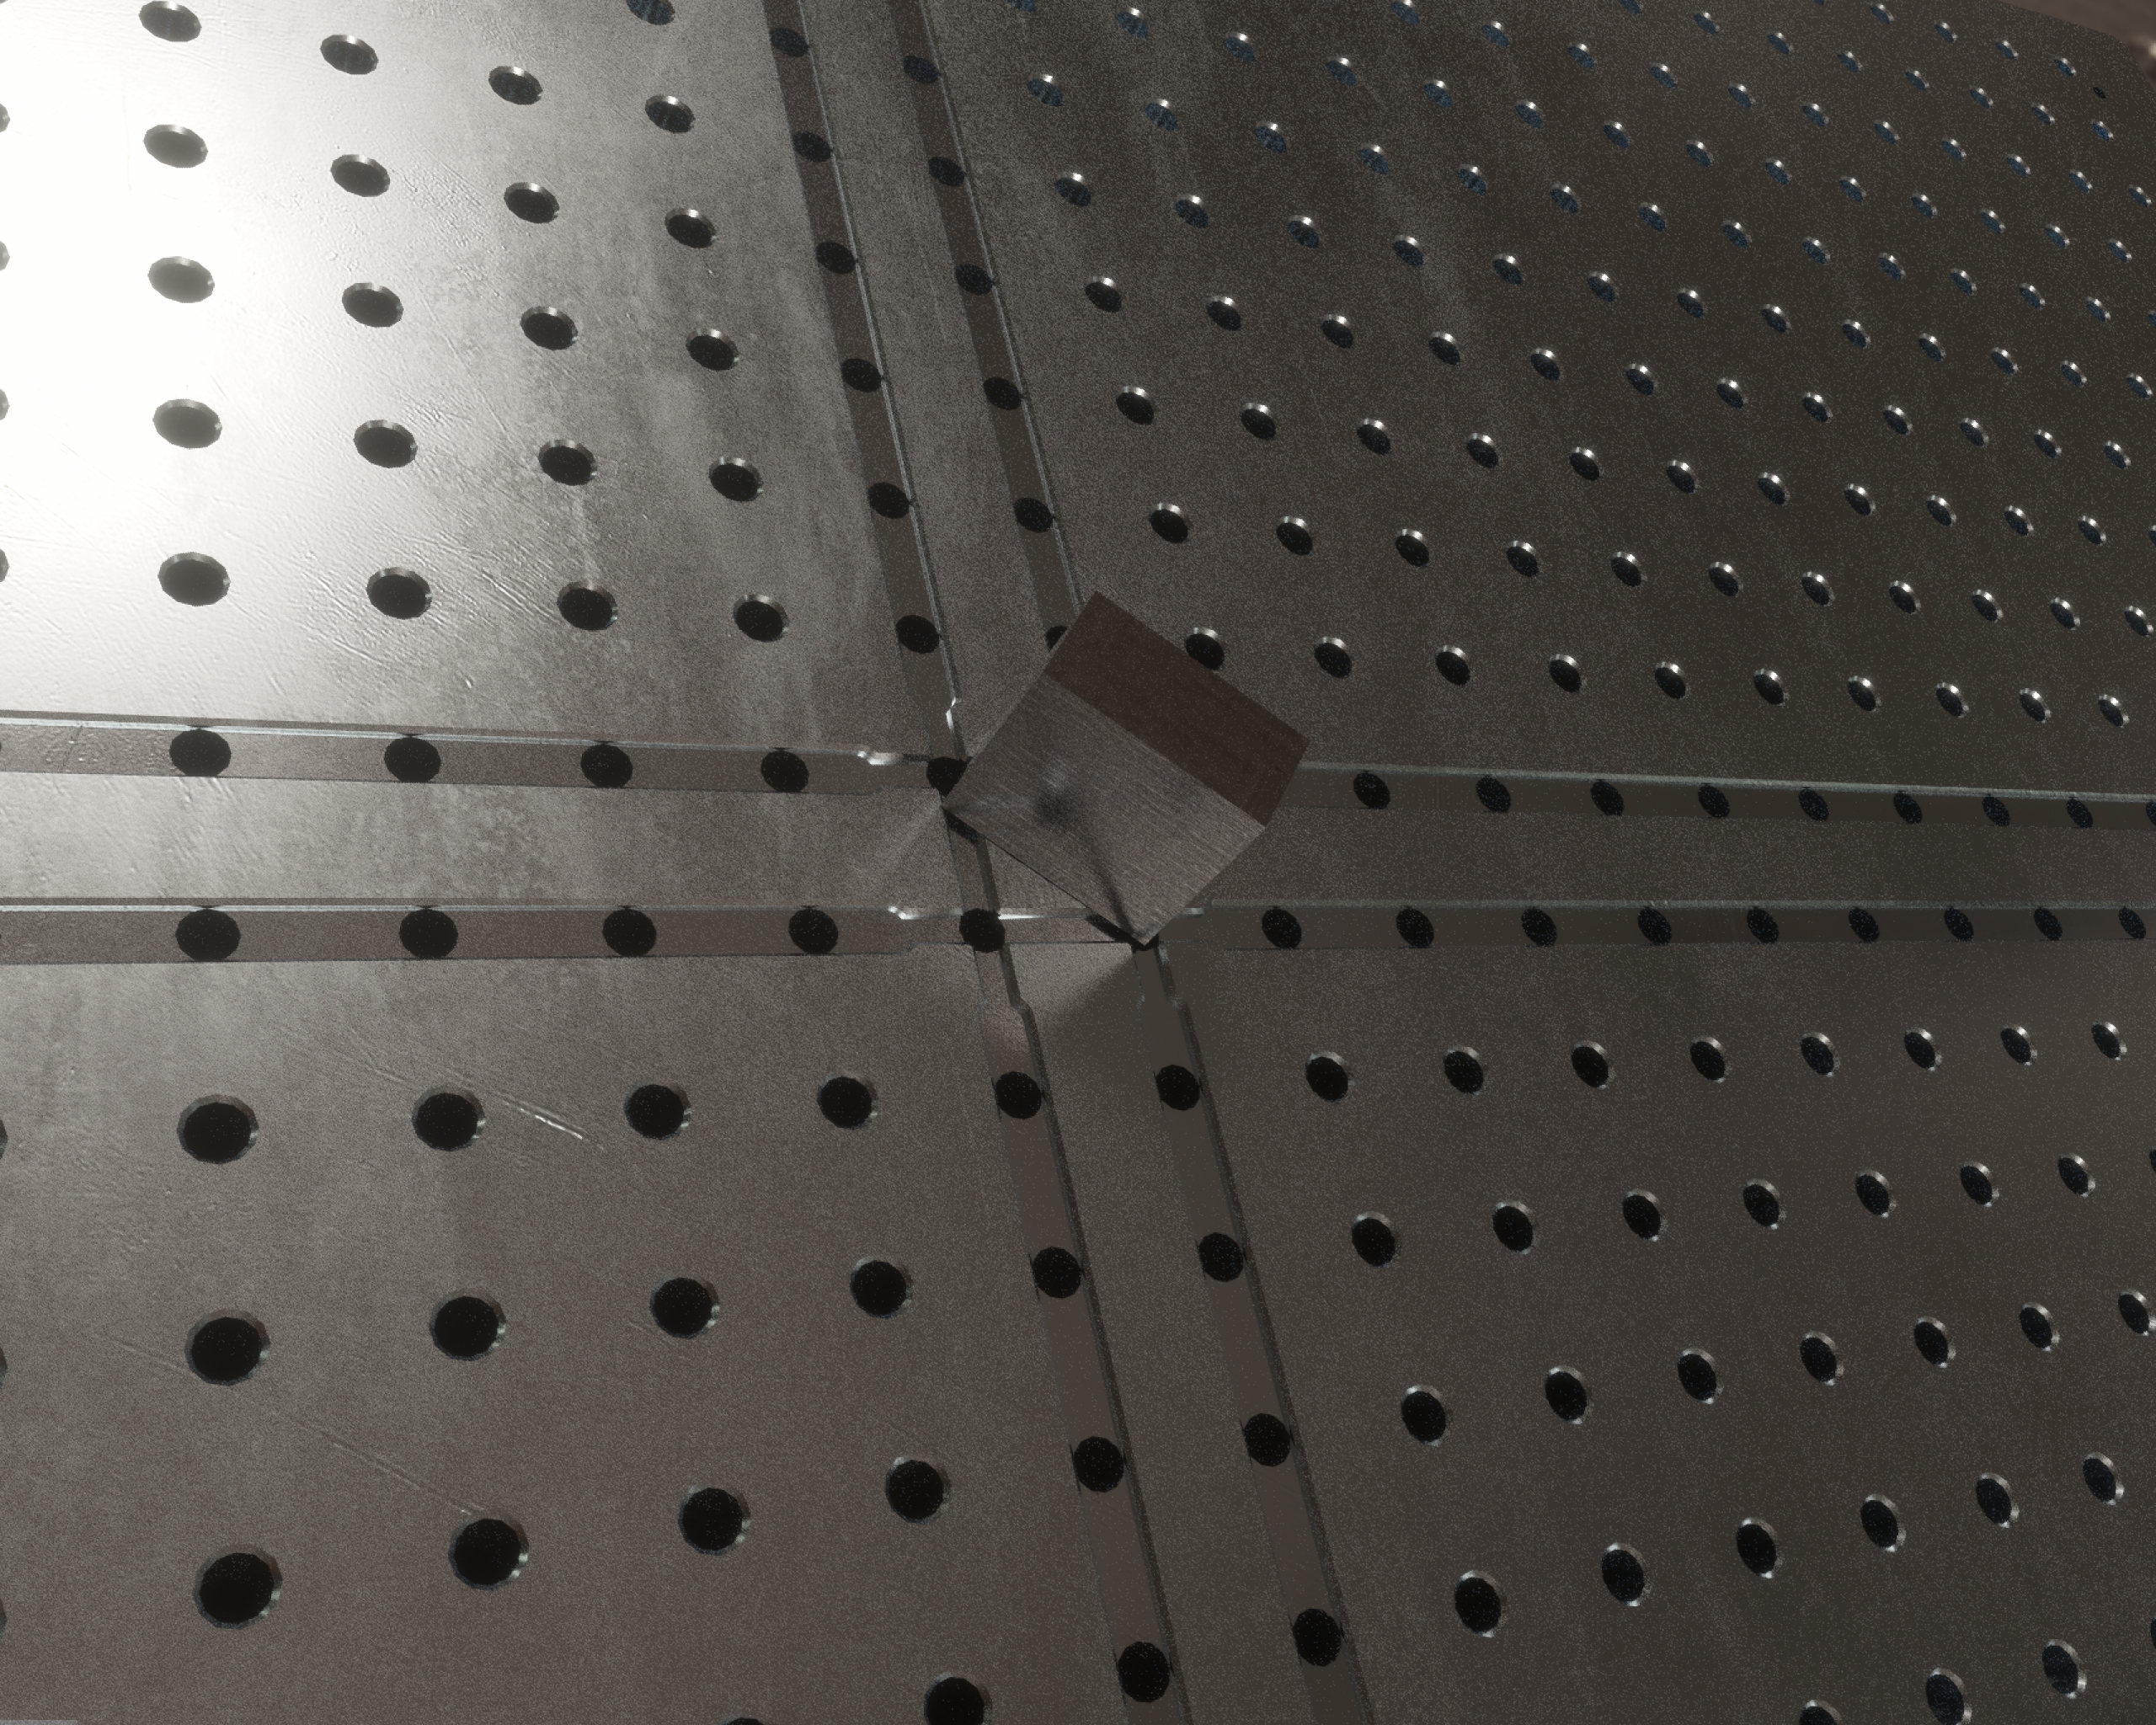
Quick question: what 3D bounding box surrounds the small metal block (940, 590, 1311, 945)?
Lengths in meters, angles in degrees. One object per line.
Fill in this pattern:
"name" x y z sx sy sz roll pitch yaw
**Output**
"small metal block" 0.009 -0.017 0.409 0.050 0.050 0.025 35 51 -6
